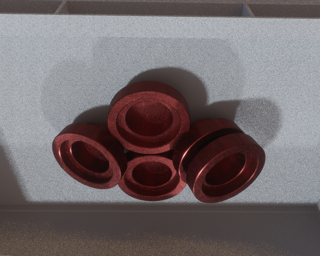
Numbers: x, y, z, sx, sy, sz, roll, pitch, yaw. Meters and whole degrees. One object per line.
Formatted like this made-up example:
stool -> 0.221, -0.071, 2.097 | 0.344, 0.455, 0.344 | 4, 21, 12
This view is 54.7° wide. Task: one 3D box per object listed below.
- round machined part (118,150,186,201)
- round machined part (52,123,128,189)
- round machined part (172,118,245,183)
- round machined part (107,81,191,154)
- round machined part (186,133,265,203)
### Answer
round machined part -> -0.011, 0.059, 0.445 | 0.099, 0.042, 0.097 | 0, 130, 0
round machined part -> -0.087, 0.032, 0.408 | 0.098, 0.042, 0.097 | 13, 132, 16
round machined part -> 0.061, 0.026, 0.405 | 0.099, 0.042, 0.097 | -15, 132, -17
round machined part -> -0.013, -0.017, 0.380 | 0.099, 0.042, 0.097 | 0, 130, 0
round machined part -> 0.076, 0.044, 0.383 | 0.099, 0.042, 0.097 | -15, 132, -17
